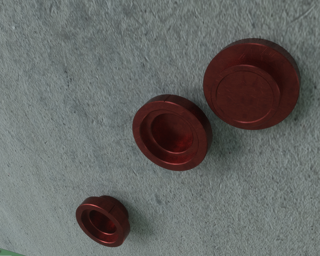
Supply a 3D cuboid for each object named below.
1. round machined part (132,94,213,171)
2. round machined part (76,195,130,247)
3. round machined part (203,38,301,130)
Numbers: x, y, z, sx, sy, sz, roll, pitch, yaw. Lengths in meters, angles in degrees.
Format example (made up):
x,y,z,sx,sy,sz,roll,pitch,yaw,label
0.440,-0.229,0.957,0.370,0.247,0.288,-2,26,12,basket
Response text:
x,y,z,sx,sy,sz,roll,pitch,yaw,label
0.018,0.002,0.387,0.098,0.042,0.097,13,124,21,round machined part
-0.095,0.158,0.543,0.098,0.042,0.097,13,124,21,round machined part
0.092,-0.040,0.323,0.098,0.042,0.097,13,124,21,round machined part
